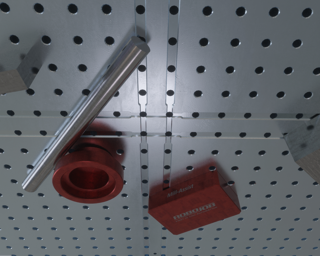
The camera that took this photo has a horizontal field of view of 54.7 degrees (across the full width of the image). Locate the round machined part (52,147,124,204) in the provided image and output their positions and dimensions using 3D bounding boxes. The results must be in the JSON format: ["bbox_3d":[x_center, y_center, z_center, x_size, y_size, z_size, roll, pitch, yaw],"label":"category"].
[{"bbox_3d":[-0.102,0.065,0.452,0.099,0.042,0.097,-3,133,-3],"label":"round machined part"}]

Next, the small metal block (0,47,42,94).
[{"bbox_3d":[-0.166,-0.062,0.341,0.050,0.050,0.025,-9,130,7],"label":"small metal block"}]

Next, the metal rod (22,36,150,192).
[{"bbox_3d":[-0.112,0.000,0.410,0.025,0.025,0.299,31,124,-24],"label":"metal rod"}]

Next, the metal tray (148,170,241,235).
[{"bbox_3d":[0.057,0.129,0.519,0.130,0.030,0.090,-26,126,20],"label":"metal tray"}]

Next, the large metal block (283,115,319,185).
[{"bbox_3d":[0.232,0.027,0.421,0.080,0.050,0.080,37,121,-27],"label":"large metal block"}]
